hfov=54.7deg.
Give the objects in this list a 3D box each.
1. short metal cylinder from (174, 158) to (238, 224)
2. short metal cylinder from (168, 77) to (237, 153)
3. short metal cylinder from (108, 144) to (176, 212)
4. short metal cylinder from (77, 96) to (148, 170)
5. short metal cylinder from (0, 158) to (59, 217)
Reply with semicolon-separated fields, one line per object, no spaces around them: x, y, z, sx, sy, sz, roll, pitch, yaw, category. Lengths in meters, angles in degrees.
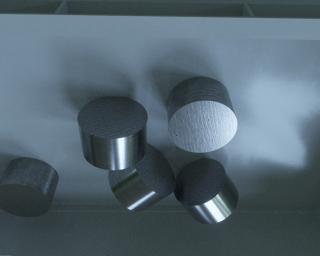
0.067;0.091;0.451;0.080;0.080;0.050;-23;127;18;short metal cylinder
0.050;-0.015;0.380;0.081;0.050;0.079;0;130;0;short metal cylinder
-0.024;0.068;0.431;0.080;0.080;0.050;37;121;-27;short metal cylinder
-0.056;0.005;0.376;0.081;0.080;0.050;3;130;-2;short metal cylinder
-0.200;0.090;0.468;0.081;0.050;0.079;0;130;0;short metal cylinder
